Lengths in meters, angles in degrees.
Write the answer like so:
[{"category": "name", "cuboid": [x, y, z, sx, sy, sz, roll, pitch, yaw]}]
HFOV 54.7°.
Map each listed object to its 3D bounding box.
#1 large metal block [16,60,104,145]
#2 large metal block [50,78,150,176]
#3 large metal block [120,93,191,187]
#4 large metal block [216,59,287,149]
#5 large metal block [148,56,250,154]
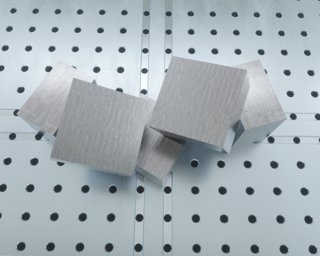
[{"category": "large metal block", "cuboid": [-0.118, -0.023, 0.389, 0.050, 0.080, 0.080, 28, 72, 9]}, {"category": "large metal block", "cuboid": [-0.064, 0.003, 0.327, 0.081, 0.050, 0.080, 16, 77, -17]}, {"category": "large metal block", "cuboid": [-0.010, 0.016, 0.392, 0.080, 0.050, 0.080, 31, 73, 10]}, {"category": "large metal block", "cuboid": [0.106, -0.027, 0.393, 0.050, 0.080, 0.080, -15, 71, -6]}, {"category": "large metal block", "cuboid": [0.044, -0.024, 0.334, 0.080, 0.050, 0.080, 16, 83, 21]}]
